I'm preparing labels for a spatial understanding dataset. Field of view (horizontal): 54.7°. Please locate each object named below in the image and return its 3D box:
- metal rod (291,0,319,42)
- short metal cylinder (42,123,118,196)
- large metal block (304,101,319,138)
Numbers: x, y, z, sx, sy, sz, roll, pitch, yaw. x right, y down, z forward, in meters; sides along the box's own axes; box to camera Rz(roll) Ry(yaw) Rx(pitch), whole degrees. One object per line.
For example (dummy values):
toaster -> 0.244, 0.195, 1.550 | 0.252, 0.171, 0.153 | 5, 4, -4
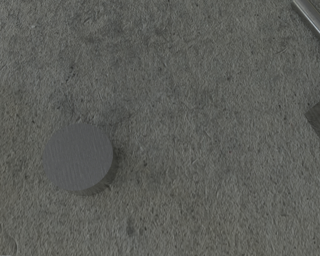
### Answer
metal rod -> 0.283, -0.073, 0.436 | 0.025, 0.025, 0.299 | -26, 72, -9
short metal cylinder -> -0.094, 0.040, 0.379 | 0.081, 0.050, 0.080 | 0, 70, 0
large metal block -> 0.253, -0.008, 0.399 | 0.080, 0.050, 0.080 | -23, 72, -8
